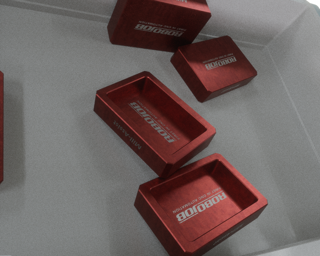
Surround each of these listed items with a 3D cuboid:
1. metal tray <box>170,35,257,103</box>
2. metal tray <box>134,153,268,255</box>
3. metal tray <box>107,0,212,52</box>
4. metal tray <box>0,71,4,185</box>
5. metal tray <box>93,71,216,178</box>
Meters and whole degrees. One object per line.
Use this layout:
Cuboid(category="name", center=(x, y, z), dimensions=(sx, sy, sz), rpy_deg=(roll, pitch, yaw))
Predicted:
Cuboid(category="metal tray", center=(0.092, -0.101, 0.513), dimensions=(0.131, 0.030, 0.090), rpy_deg=(-24, 75, -36))
Cuboid(category="metal tray", center=(0.048, 0.086, 0.356), dimensions=(0.131, 0.030, 0.090), rpy_deg=(-17, 50, -35))
Cuboid(category="metal tray", center=(-0.002, -0.158, 0.458), dimensions=(0.131, 0.090, 0.030), rpy_deg=(0, 62, -28))
Cuboid(category="metal tray", center=(-0.198, -0.004, 0.286), dimensions=(0.091, 0.030, 0.130), rpy_deg=(8, 57, -38))
Cuboid(category="metal tray", center=(-0.007, -0.010, 0.385), dimensions=(0.130, 0.030, 0.091), rpy_deg=(43, 49, 19))
